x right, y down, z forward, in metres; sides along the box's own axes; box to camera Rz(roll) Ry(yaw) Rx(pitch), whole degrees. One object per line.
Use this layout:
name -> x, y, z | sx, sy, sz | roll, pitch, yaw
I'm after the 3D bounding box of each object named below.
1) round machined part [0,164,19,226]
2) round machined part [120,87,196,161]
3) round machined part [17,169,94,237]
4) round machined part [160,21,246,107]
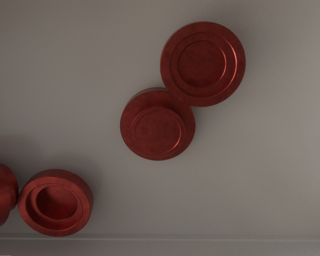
round machined part -> -0.229, 0.085, 0.416 | 0.098, 0.042, 0.097 | 4, 98, 31
round machined part -> -0.003, -0.001, 0.402 | 0.099, 0.042, 0.097 | 0, 110, 0
round machined part -> -0.143, 0.101, 0.438 | 0.099, 0.042, 0.097 | 0, 110, 0
round machined part -> 0.049, -0.077, 0.374 | 0.099, 0.042, 0.097 | 0, 110, 0
